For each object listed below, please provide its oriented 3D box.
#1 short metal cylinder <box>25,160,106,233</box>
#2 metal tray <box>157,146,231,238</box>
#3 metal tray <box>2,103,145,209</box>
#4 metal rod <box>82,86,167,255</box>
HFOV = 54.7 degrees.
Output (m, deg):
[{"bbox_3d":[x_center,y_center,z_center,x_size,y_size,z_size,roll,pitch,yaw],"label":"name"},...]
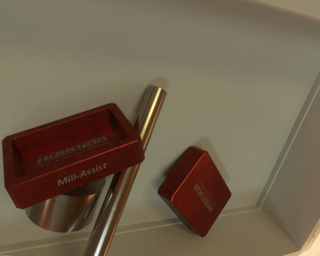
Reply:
[{"bbox_3d":[-0.109,0.073,0.360,0.081,0.080,0.050,7,115,-32],"label":"short metal cylinder"},{"bbox_3d":[0.059,0.102,0.483,0.090,0.030,0.130,-51,132,-20],"label":"metal tray"},{"bbox_3d":[-0.093,0.023,0.330,0.131,0.090,0.030,-20,126,-17],"label":"metal tray"},{"bbox_3d":[-0.054,0.091,0.357,0.025,0.025,0.299,28,78,-38],"label":"metal rod"}]
